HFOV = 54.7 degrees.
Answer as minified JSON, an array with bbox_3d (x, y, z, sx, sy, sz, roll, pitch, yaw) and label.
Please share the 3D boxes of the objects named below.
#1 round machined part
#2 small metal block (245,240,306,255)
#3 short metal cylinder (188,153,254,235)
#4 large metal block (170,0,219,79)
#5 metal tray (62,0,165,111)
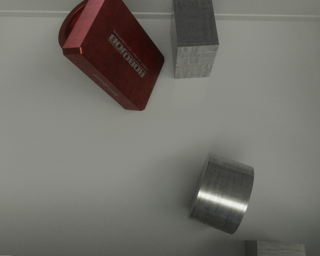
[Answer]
[{"bbox_3d":[-0.090,-0.135,0.435,0.098,0.042,0.098,-13,60,23],"label":"round machined part"},{"bbox_3d":[0.127,0.141,0.346,0.050,0.050,0.025,4,70,1],"label":"small metal block"},{"bbox_3d":[0.068,0.074,0.354,0.050,0.080,0.080,19,71,6],"label":"short metal cylinder"},{"bbox_3d":[0.044,-0.123,0.426,0.050,0.080,0.080,-4,70,-2],"label":"large metal block"},{"bbox_3d":[-0.050,-0.091,0.388,0.030,0.130,0.090,7,67,35],"label":"metal tray"}]
